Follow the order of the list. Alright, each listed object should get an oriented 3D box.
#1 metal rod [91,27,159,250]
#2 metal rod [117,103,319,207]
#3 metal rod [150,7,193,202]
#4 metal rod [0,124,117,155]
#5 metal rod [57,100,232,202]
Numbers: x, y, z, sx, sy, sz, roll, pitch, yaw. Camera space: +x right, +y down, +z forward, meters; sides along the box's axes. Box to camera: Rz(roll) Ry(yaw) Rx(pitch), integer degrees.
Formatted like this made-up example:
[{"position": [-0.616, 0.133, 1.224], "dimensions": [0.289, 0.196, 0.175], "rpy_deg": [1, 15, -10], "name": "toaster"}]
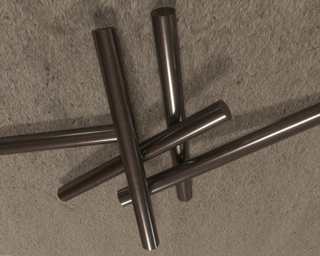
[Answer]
[{"position": [-0.036, 0.031, 0.381], "dimensions": [0.025, 0.025, 0.298], "rpy_deg": [-7, 114, 5], "name": "metal rod"}, {"position": [0.080, 0.038, 0.416], "dimensions": [0.301, 0.025, 0.025], "rpy_deg": [-25, 127, 10], "name": "metal rod"}, {"position": [0.022, -0.003, 0.404], "dimensions": [0.025, 0.025, 0.298], "rpy_deg": [-6, 130, 4], "name": "metal rod"}, {"position": [-0.187, 0.021, 0.422], "dimensions": [0.302, 0.025, 0.025], "rpy_deg": [-6, 130, 5], "name": "metal rod"}, {"position": [-0.040, 0.042, 0.420], "dimensions": [0.299, 0.025, 0.025], "rpy_deg": [-29, 125, 30], "name": "metal rod"}]
